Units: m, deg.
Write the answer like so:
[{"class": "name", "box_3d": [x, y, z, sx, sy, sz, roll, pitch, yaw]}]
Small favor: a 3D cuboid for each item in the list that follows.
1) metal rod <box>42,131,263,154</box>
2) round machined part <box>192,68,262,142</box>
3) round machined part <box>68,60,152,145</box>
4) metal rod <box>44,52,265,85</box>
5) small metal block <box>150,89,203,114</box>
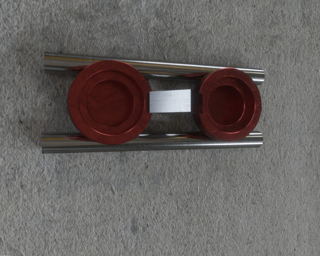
[{"class": "metal rod", "box_3d": [0.005, 0.017, 0.412, 0.302, 0.025, 0.025, 0, 90, -20]}, {"class": "round machined part", "box_3d": [0.087, -0.031, 0.428, 0.099, 0.042, 0.097, 0, 90, -20]}, {"class": "round machined part", "box_3d": [-0.061, -0.029, 0.374, 0.099, 0.042, 0.097, 0, 90, -20]}, {"class": "metal rod", "box_3d": [0.007, -0.076, 0.412, 0.302, 0.025, 0.025, 0, 90, -20]}, {"class": "small metal block", "box_3d": [0.021, -0.030, 0.377, 0.050, 0.050, 0.025, 0, 90, 23]}]
